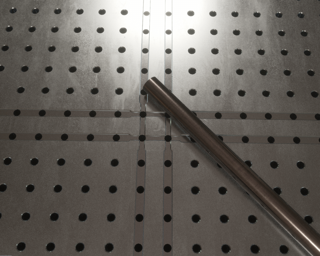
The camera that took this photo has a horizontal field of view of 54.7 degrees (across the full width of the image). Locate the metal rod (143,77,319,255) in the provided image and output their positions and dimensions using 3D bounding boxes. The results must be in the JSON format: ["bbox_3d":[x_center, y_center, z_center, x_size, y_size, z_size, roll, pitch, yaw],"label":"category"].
[{"bbox_3d":[0.087,0.041,0.397,0.025,0.025,0.300,-41,75,-14],"label":"metal rod"}]
